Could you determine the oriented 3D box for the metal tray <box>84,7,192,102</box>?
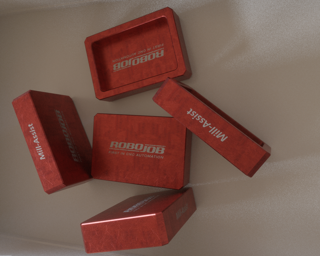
[{"bbox_3d":[-0.031,-0.095,0.416,0.130,0.030,0.090,-14,85,19],"label":"metal tray"}]

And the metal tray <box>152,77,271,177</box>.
[{"bbox_3d":[0.062,-0.004,0.351,0.130,0.090,0.030,40,103,15],"label":"metal tray"}]

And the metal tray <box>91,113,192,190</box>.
[{"bbox_3d":[-0.026,0.028,0.413,0.130,0.030,0.089,4,91,19],"label":"metal tray"}]

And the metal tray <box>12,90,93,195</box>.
[{"bbox_3d":[-0.136,0.017,0.420,0.030,0.090,0.129,-26,82,17],"label":"metal tray"}]

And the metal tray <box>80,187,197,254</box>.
[{"bbox_3d":[-0.017,0.101,0.357,0.090,0.130,0.030,-13,86,19],"label":"metal tray"}]
